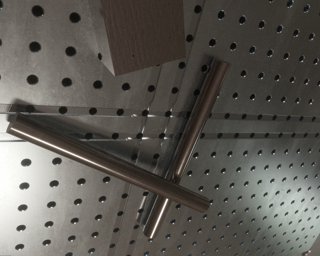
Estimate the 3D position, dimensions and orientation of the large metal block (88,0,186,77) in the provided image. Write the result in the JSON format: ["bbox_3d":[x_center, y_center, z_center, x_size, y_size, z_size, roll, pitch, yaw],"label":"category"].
[{"bbox_3d":[-0.023,-0.108,0.317,0.081,0.050,0.079,-19,126,-18],"label":"large metal block"}]

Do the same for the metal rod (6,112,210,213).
[{"bbox_3d":[-0.043,0.057,0.403,0.301,0.025,0.025,30,102,-32],"label":"metal rod"}]

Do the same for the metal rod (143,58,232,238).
[{"bbox_3d":[0.033,0.043,0.457,0.025,0.025,0.298,7,115,-32],"label":"metal rod"}]
